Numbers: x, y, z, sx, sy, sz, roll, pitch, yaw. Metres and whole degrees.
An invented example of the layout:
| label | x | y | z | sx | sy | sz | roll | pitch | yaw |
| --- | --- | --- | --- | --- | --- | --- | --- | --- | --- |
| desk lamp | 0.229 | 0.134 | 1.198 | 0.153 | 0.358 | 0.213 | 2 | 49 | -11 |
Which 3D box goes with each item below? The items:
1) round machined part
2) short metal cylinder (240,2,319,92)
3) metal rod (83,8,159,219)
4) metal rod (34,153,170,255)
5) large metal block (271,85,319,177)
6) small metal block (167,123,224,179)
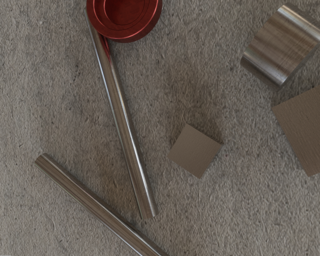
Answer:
| label | x | y | z | sx | sy | sz | roll | pitch | yaw |
| --- | --- | --- | --- | --- | --- | --- | --- | --- | --- |
| round machined part | -0.044 | -0.161 | 0.412 | 0.098 | 0.042 | 0.097 | 0 | 89 | 16 |
| short metal cylinder | 0.133 | -0.085 | 0.333 | 0.050 | 0.080 | 0.080 | 43 | 103 | 15 |
| metal rod | -0.055 | -0.025 | 0.427 | 0.025 | 0.025 | 0.298 | -18 | 84 | 19 |
| metal rod | -0.062 | 0.131 | 0.429 | 0.300 | 0.025 | 0.025 | 35 | 101 | 16 |
| large metal block | 0.177 | -0.003 | 0.334 | 0.080 | 0.050 | 0.080 | -28 | 81 | 17 |
| small metal block | 0.045 | 0.028 | 0.393 | 0.050 | 0.025 | 0.050 | 33 | 100 | 16 |
